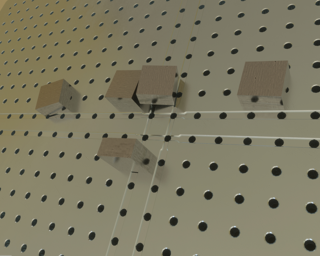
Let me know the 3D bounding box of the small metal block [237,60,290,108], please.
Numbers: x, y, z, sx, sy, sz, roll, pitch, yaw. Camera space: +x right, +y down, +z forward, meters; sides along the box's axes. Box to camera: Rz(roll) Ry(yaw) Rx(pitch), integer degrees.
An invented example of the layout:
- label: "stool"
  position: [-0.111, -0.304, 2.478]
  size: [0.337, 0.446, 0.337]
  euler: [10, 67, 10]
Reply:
- label: "small metal block"
  position: [0.126, -0.053, 0.375]
  size: [0.050, 0.025, 0.050]
  euler: [5, 64, 30]

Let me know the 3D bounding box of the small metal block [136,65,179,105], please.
- label: "small metal block"
  position: [-0.002, -0.061, 0.440]
  size: [0.050, 0.025, 0.050]
  euler: [4, 62, 12]

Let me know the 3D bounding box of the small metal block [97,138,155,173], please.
- label: "small metal block"
  position: [-0.042, 0.035, 0.394]
  size: [0.050, 0.050, 0.025]
  euler: [1, 62, 29]

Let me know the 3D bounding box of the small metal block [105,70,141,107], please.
- label: "small metal block"
  position: [-0.049, -0.060, 0.472]
  size: [0.050, 0.025, 0.050]
  euler: [6, 64, 31]

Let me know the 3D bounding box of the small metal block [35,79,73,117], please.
- label: "small metal block"
  position: [-0.183, -0.052, 0.538]
  size: [0.050, 0.025, 0.050]
  euler: [-14, 56, 20]
